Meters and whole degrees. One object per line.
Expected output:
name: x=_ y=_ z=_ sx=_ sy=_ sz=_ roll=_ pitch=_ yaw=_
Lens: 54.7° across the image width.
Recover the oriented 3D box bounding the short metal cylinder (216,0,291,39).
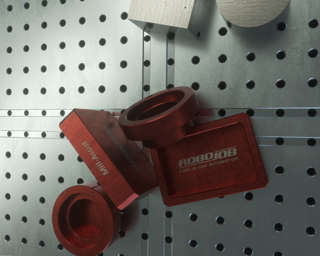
short metal cylinder: x=0.110 y=-0.150 z=0.361 sx=0.080 sy=0.050 sz=0.079 roll=0 pitch=90 yaw=20

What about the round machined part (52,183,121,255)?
round machined part: x=-0.099 y=0.126 z=0.438 sx=0.098 sy=0.042 sz=0.097 roll=0 pitch=90 yaw=20

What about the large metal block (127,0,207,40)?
large metal block: x=0.014 y=-0.165 z=0.394 sx=0.080 sy=0.050 sz=0.080 roll=16 pitch=95 yaw=19

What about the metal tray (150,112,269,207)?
metal tray: x=0.059 y=0.041 z=0.389 sx=0.130 sy=0.030 sz=0.090 roll=-16 pitch=85 yaw=19

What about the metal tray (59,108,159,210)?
metal tray: x=-0.059 y=0.034 z=0.398 sx=0.030 sy=0.090 sz=0.130 roll=-42 pitch=77 yaw=15

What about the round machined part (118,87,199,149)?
round machined part: x=0.002 y=-0.010 z=0.380 sx=0.098 sy=0.098 sz=0.042 roll=-16 pitch=113 yaw=19
